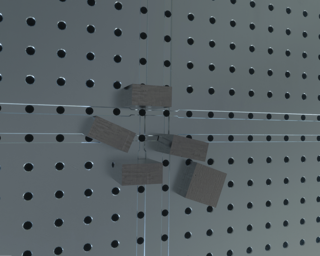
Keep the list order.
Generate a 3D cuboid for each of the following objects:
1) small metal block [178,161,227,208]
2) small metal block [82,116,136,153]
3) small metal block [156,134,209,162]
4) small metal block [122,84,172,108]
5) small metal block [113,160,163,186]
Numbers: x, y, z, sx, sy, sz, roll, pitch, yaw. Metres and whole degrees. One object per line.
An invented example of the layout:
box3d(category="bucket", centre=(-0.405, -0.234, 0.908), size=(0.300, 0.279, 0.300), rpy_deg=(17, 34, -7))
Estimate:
box3d(category="small metal block", centre=(0.060, 0.079, 0.436), size=(0.050, 0.025, 0.050), rpy_deg=(22, 83, -19))
box3d(category="small metal block", centre=(-0.063, 0.007, 0.377), size=(0.050, 0.050, 0.025), rpy_deg=(25, 82, -19))
box3d(category="small metal block", centre=(0.029, 0.025, 0.411), size=(0.050, 0.050, 0.025), rpy_deg=(14, 86, -20))
box3d(category="small metal block", centre=(-0.018, -0.039, 0.394), size=(0.050, 0.050, 0.025), rpy_deg=(1, 90, -20))
box3d(category="small metal block", centre=(-0.029, 0.054, 0.390), size=(0.050, 0.050, 0.025), rpy_deg=(1, 90, -20))
